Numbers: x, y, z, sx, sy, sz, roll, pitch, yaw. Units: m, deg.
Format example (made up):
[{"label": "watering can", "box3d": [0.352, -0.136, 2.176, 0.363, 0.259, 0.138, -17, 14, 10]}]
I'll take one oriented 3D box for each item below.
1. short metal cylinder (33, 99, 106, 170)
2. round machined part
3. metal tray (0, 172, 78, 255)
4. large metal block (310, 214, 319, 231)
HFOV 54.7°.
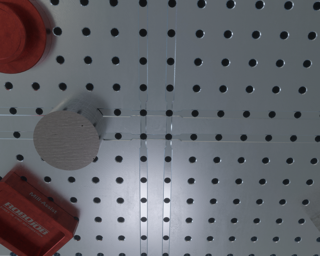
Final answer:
[{"label": "short metal cylinder", "box3d": [-0.114, 0.008, 0.402, 0.081, 0.050, 0.079, 0, 110, 0]}, {"label": "round machined part", "box3d": [-0.183, -0.112, 0.361, 0.099, 0.042, 0.097, 0, 110, 0]}, {"label": "metal tray", "box3d": [-0.201, 0.138, 0.459, 0.090, 0.030, 0.130, -43, 105, 14]}, {"label": "large metal block", "box3d": [0.291, 0.155, 0.460, 0.080, 0.050, 0.080, -39, 106, 13]}]
